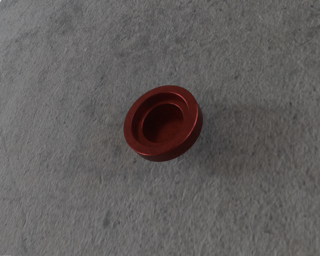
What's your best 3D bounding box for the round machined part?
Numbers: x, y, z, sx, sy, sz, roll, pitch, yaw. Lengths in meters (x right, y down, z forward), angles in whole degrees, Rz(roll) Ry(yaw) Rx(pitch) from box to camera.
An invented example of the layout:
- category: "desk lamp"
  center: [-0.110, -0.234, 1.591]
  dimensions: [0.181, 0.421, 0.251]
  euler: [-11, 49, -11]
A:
- category: "round machined part"
  center: [0.007, -0.002, 0.389]
  dimensions: [0.098, 0.042, 0.098]
  euler: [-13, 56, 20]
